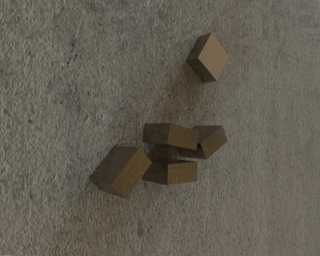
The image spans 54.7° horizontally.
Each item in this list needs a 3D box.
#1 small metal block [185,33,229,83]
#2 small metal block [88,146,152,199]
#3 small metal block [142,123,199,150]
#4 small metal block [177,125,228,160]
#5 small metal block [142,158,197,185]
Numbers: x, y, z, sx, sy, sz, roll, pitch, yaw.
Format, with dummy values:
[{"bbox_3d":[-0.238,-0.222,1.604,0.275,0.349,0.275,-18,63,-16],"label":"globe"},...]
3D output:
[{"bbox_3d":[0.072,-0.104,0.464,0.050,0.025,0.050,43,64,-32],"label":"small metal block"},{"bbox_3d":[-0.045,0.048,0.350,0.025,0.050,0.050,52,60,-28],"label":"small metal block"},{"bbox_3d":[0.014,0.011,0.399,0.050,0.050,0.025,14,81,-39],"label":"small metal block"},{"bbox_3d":[0.057,0.019,0.436,0.050,0.050,0.025,-34,112,-35],"label":"small metal block"},{"bbox_3d":[0.012,0.055,0.398,0.050,0.050,0.025,1,90,-40],"label":"small metal block"}]
